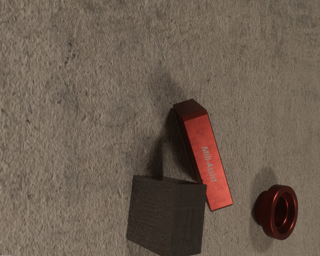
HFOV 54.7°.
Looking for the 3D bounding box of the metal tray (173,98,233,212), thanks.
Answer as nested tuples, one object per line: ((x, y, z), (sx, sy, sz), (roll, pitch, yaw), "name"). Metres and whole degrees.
((0.055, 0.032, 0.411), (0.030, 0.090, 0.129), (-18, 105, 0), "metal tray")

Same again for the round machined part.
((0.214, 0.154, 0.577), (0.099, 0.042, 0.097), (0, 90, -40), "round machined part")

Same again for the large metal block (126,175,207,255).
((0.007, 0.103, 0.377), (0.050, 0.080, 0.080), (10, 84, -40), "large metal block")
